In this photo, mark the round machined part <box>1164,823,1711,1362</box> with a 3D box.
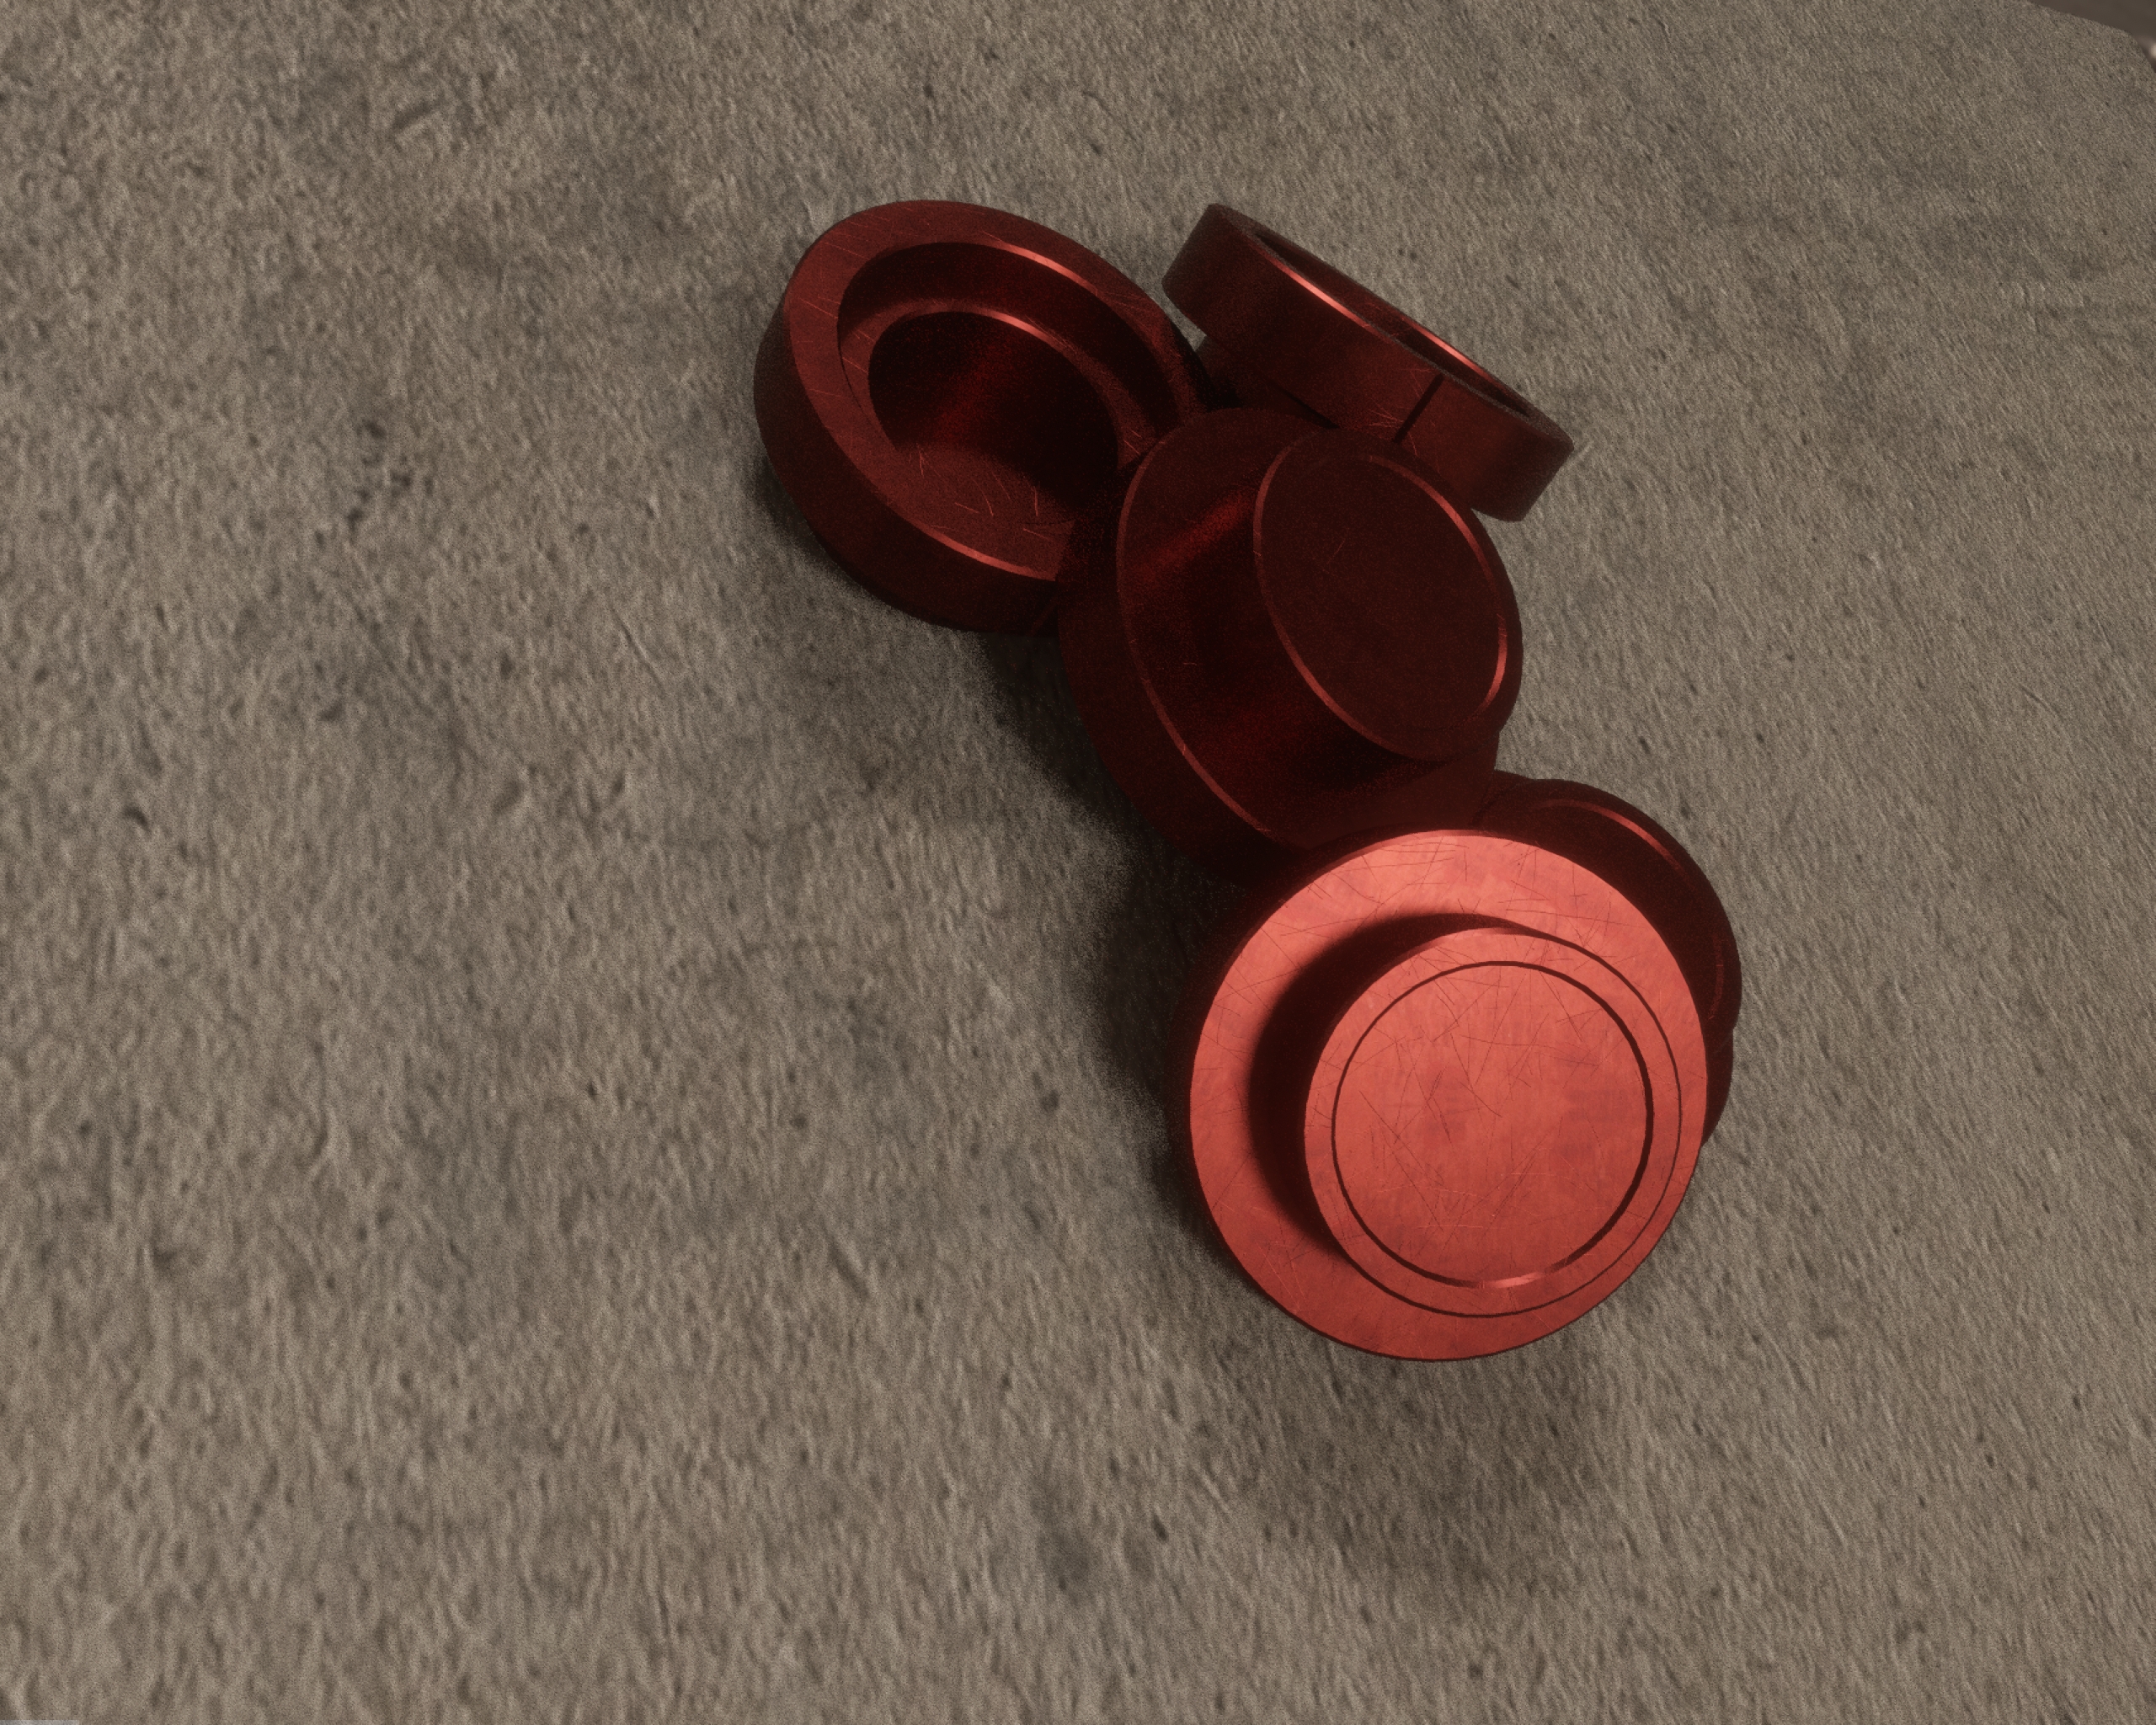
[{"bbox_3d":[0.068,0.043,0.374,0.099,0.042,0.097,-1,95,-9],"label":"round machined part"}]

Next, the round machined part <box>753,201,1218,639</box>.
[{"bbox_3d":[-0.021,-0.087,0.438,0.099,0.042,0.098,14,56,-21],"label":"round machined part"}]

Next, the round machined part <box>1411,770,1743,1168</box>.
[{"bbox_3d":[0.098,0.021,0.436,0.099,0.042,0.098,14,56,-21],"label":"round machined part"}]

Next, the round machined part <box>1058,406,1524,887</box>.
[{"bbox_3d":[0.048,-0.045,0.407,0.099,0.042,0.098,14,64,-32],"label":"round machined part"}]

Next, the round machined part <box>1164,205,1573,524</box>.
[{"bbox_3d":[0.060,-0.105,0.475,0.098,0.042,0.098,29,21,-12],"label":"round machined part"}]
